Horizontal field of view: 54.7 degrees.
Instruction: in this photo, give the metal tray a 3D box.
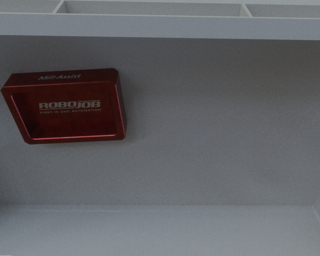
[{"bbox_3d":[-0.112,-0.024,0.383,0.131,0.030,0.089,-3,130,2],"label":"metal tray"}]
